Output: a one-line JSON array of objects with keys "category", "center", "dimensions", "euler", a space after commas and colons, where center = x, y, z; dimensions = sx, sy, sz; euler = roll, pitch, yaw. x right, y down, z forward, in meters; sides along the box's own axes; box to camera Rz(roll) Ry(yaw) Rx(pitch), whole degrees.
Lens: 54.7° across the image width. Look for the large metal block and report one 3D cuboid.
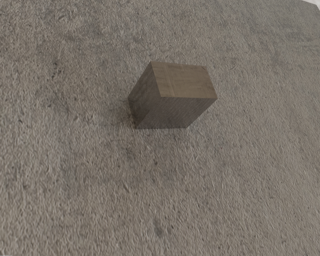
[{"category": "large metal block", "center": [0.013, -0.039, 0.403], "dimensions": [0.081, 0.080, 0.050], "euler": [-1, 63, -29]}]
